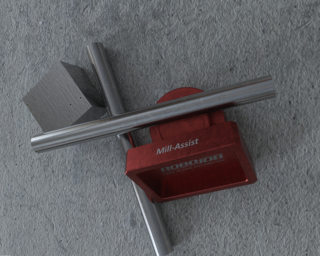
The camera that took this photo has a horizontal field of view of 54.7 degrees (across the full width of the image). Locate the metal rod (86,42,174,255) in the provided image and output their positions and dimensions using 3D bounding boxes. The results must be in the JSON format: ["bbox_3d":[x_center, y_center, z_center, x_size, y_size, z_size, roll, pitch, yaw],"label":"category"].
[{"bbox_3d":[-0.044,0.024,0.423,0.025,0.025,0.299,-22,83,18],"label":"metal rod"}]

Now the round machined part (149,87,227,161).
[{"bbox_3d":[0.032,-0.003,0.388,0.098,0.042,0.097,0,90,19],"label":"round machined part"}]

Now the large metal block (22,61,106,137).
[{"bbox_3d":[-0.133,-0.035,0.441,0.080,0.050,0.080,-40,78,15],"label":"large metal block"}]

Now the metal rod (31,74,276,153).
[{"bbox_3d":[-0.022,-0.011,0.368,0.301,0.025,0.025,-13,86,16],"label":"metal rod"}]

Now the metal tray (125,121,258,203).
[{"bbox_3d":[0.037,0.045,0.360,0.130,0.090,0.030,-17,49,19],"label":"metal tray"}]
